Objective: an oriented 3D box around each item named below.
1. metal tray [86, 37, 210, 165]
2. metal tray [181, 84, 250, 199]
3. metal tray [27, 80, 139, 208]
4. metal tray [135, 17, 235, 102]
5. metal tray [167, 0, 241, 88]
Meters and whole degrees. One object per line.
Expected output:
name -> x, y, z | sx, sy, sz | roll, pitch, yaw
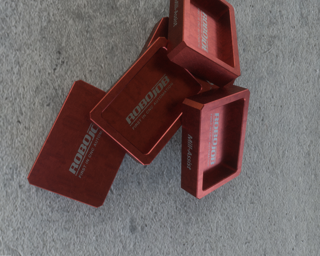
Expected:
metal tray -> -0.011, -0.032, 0.372 | 0.090, 0.030, 0.130 | 43, 76, -15
metal tray -> 0.070, 0.017, 0.398 | 0.091, 0.030, 0.129 | -21, 122, -35
metal tray -> -0.088, 0.019, 0.375 | 0.090, 0.030, 0.130 | 26, 81, -19
metal tray -> 0.036, -0.076, 0.422 | 0.131, 0.030, 0.090 | 28, 81, -18
metal tray -> 0.056, -0.125, 0.393 | 0.091, 0.030, 0.130 | 22, 55, -29
